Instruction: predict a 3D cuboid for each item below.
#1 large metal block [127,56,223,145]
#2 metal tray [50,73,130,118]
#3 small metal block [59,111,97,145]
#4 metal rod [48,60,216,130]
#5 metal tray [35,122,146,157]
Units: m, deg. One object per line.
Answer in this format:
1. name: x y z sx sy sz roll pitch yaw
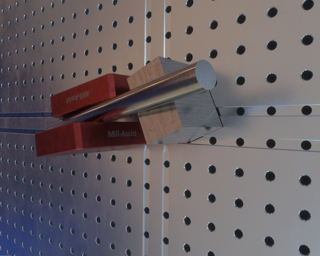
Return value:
1. large metal block: 0.018 -0.028 0.356 0.050 0.081 0.080 -28 73 36
2. metal tray: -0.076 -0.039 0.426 0.130 0.091 0.030 -11 84 39
3. small metal block: -0.132 0.000 0.498 0.025 0.050 0.050 -11 83 39
4. metal rod: -0.060 -0.020 0.359 0.299 0.025 0.025 -13 82 48
5. metal tray: -0.080 0.014 0.404 0.090 0.131 0.030 -12 83 39
